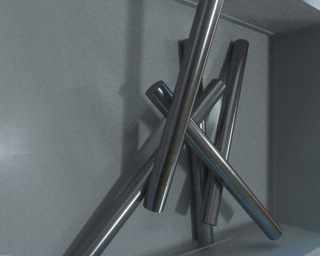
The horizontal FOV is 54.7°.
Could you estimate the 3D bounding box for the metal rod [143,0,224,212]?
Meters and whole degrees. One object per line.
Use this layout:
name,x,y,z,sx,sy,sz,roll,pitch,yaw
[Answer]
metal rod,0.031,-0.050,0.332,0.025,0.025,0.298,6,104,-40

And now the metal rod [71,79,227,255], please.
metal rod,-0.006,0.048,0.383,0.301,0.025,0.025,-51,120,-22

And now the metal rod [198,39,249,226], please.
metal rod,0.100,-0.006,0.469,0.025,0.025,0.299,31,64,-36

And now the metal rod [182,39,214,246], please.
metal rod,0.056,0.022,0.453,0.025,0.025,0.298,-8,95,-40

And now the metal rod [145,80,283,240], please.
metal rod,0.084,0.057,0.410,0.300,0.025,0.025,49,61,-24
